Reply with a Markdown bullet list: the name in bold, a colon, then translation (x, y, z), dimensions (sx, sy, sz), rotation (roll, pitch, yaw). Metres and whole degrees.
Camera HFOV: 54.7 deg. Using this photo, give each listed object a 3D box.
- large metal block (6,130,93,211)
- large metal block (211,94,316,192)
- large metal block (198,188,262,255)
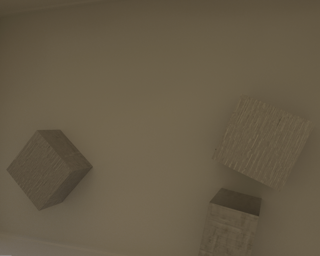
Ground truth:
- **large metal block**: translation (-0.161, 0.059, 0.454), dimensions (0.080, 0.050, 0.080), rotation (45, 104, 14)
- **large metal block**: translation (0.117, 0.015, 0.356), dimensions (0.080, 0.050, 0.080), rotation (26, 98, 18)
- **large metal block**: translation (0.080, 0.121, 0.353), dimensions (0.050, 0.080, 0.080), rotation (12, 94, 19)
